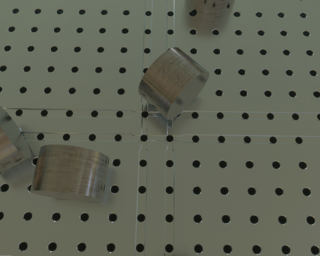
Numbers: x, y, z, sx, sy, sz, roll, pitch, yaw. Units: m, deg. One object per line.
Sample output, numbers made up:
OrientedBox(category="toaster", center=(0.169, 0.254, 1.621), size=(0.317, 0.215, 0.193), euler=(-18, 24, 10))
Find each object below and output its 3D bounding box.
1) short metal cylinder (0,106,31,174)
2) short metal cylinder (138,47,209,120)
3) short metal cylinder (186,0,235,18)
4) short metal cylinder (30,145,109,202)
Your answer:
OrientedBox(category="short metal cylinder", center=(-0.202, 0.015, 0.375), size=(0.050, 0.080, 0.080), euler=(-31, 73, -11))
OrientedBox(category="short metal cylinder", center=(0.018, -0.057, 0.403), size=(0.050, 0.080, 0.080), euler=(43, 75, 14))
OrientedBox(category="short metal cylinder", center=(0.081, -0.220, 0.479), size=(0.081, 0.050, 0.080), euler=(0, 70, 0))
OrientedBox(category="short metal cylinder", center=(-0.103, 0.055, 0.362), size=(0.080, 0.080, 0.050), euler=(5, 70, 2))
